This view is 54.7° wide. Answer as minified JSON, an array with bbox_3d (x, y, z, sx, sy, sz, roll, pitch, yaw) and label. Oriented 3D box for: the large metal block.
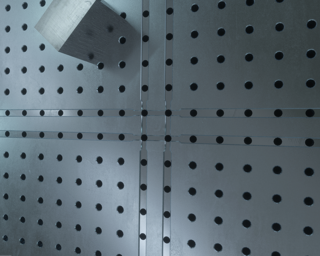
[{"bbox_3d":[-0.104,-0.141,0.419,0.050,0.080,0.080,45,104,14],"label":"large metal block"}]
